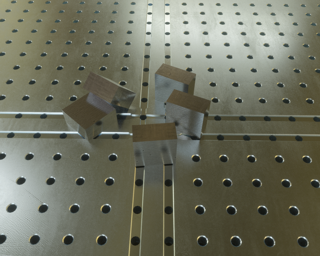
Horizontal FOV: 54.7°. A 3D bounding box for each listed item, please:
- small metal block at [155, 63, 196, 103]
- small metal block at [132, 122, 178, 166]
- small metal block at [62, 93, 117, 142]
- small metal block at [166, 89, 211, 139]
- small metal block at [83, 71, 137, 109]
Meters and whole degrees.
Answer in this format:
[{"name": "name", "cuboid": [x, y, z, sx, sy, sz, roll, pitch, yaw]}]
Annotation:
[{"name": "small metal block", "cuboid": [0.021, -0.058, 0.441, 0.050, 0.050, 0.025, 21, 53, 17]}, {"name": "small metal block", "cuboid": [-0.007, 0.021, 0.374, 0.050, 0.050, 0.025, -4, 50, -4]}, {"name": "small metal block", "cuboid": [-0.095, -0.017, 0.421, 0.050, 0.025, 0.050, 36, 58, 26]}, {"name": "small metal block", "cuboid": [0.036, -0.018, 0.407, 0.050, 0.050, 0.025, 20, 53, 15]}, {"name": "small metal block", "cuboid": [-0.069, -0.052, 0.431, 0.050, 0.050, 0.025, 29, 96, 22]}]
